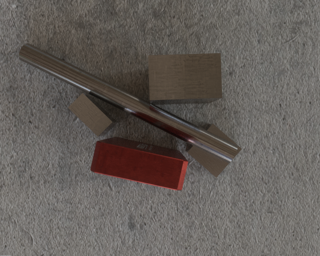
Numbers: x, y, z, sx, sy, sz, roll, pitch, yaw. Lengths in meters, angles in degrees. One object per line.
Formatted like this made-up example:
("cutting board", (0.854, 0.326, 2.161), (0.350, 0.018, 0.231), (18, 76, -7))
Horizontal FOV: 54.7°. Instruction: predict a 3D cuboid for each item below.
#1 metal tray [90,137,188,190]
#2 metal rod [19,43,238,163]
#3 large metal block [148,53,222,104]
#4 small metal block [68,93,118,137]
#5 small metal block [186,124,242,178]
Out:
("metal tray", (-0.020, 0.036, 0.359), (0.091, 0.130, 0.030), (12, 90, 0))
("metal rod", (-0.043, -0.034, 0.397), (0.301, 0.025, 0.025), (26, 90, 5))
("large metal block", (0.028, -0.057, 0.383), (0.081, 0.080, 0.050), (-2, 90, -1))
("small metal block", (-0.084, -0.016, 0.397), (0.050, 0.050, 0.025), (44, 90, -1))
("small metal block", (0.071, 0.029, 0.413), (0.050, 0.025, 0.050), (41, 90, -1))
